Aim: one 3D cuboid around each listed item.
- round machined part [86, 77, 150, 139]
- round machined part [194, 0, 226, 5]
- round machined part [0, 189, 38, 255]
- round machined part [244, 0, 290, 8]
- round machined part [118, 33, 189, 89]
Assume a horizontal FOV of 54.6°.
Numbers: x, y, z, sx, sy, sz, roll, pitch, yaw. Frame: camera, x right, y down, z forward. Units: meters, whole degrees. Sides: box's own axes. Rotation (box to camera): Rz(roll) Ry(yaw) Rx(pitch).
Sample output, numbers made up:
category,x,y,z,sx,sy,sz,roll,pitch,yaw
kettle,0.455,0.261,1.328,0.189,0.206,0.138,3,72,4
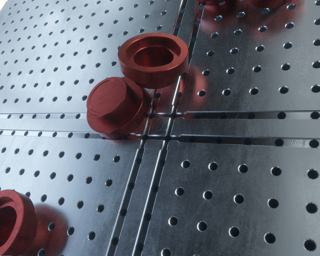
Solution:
category,x,y,z,sx,sy,sz,roll,pitch,yaw
round machined part,-0.068,-0.036,0.456,0.098,0.042,0.098,-13,56,21
round machined part,0.087,-0.238,0.498,0.098,0.042,0.098,-13,56,20
round machined part,-0.209,0.138,0.424,0.098,0.042,0.098,-13,56,21
round machined part,0.151,-0.220,0.428,0.099,0.042,0.098,0,74,1
round machined part,-0.008,-0.093,0.445,0.098,0.042,0.098,-1,47,2
